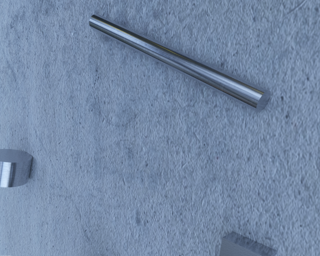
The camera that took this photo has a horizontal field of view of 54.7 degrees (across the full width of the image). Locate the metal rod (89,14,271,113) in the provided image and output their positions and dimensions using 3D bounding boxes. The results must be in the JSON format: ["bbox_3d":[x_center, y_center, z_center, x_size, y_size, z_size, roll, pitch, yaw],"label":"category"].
[{"bbox_3d":[0.003,-0.096,0.400,0.300,0.025,0.025,34,111,34],"label":"metal rod"}]

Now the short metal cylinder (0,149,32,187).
[{"bbox_3d":[-0.300,0.078,0.612,0.080,0.081,0.050,20,103,38],"label":"short metal cylinder"}]

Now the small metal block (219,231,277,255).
[{"bbox_3d":[0.091,0.147,0.329,0.050,0.025,0.050,14,99,38],"label":"small metal block"}]
